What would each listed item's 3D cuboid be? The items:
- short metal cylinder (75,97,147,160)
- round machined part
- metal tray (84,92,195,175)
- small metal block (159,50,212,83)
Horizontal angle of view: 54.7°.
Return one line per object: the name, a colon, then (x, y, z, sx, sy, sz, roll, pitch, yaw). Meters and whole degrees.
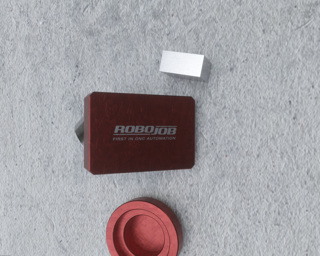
short metal cylinder: (-0.061, 0.003, 0.400, 0.050, 0.080, 0.080, -46, 76, 14)
round machined part: (-0.017, 0.139, 0.405, 0.098, 0.042, 0.097, 0, 90, 19)
metal tray: (-0.022, 0.006, 0.370, 0.131, 0.030, 0.089, 0, 90, -25)
small metal block: (0.033, -0.075, 0.383, 0.050, 0.050, 0.025, 12, 94, 19)
